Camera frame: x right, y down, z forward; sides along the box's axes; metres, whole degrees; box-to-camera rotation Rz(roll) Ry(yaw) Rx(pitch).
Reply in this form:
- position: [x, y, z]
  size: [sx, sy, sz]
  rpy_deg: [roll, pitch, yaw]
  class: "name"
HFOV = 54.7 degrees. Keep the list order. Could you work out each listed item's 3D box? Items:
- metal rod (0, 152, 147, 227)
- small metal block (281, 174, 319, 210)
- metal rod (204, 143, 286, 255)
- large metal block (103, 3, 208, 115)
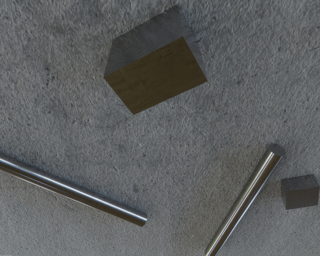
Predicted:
- position: [-0.150, 0.094, 0.484]
  size: [0.301, 0.025, 0.025]
  rpy_deg: [30, 124, -24]
  class: "metal rod"
- position: [0.225, 0.104, 0.499]
  size: [0.050, 0.025, 0.050]
  rpy_deg: [-12, 130, 9]
  class: "small metal block"
- position: [0.133, 0.141, 0.529]
  size: [0.025, 0.025, 0.298]
  rpy_deg: [9, 130, -8]
  class: "metal rod"
- position: [-0.004, -0.070, 0.312]
  size: [0.080, 0.080, 0.050]
  rpy_deg: [-23, 127, 18]
  class: "large metal block"
